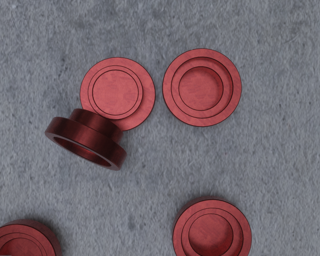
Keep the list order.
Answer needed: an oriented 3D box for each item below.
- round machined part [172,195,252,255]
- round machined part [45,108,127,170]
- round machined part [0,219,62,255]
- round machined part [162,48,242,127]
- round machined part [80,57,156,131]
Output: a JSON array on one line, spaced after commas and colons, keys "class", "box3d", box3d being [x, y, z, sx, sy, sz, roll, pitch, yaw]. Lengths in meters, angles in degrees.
[{"class": "round machined part", "box3d": [0.065, 0.136, 0.403, 0.099, 0.042, 0.097, 0, 90, -1]}, {"class": "round machined part", "box3d": [-0.084, 0.011, 0.375, 0.098, 0.098, 0.042, 25, 72, -1]}, {"class": "round machined part", "box3d": [-0.176, 0.166, 0.399, 0.099, 0.042, 0.097, 0, 90, -1]}, {"class": "round machined part", "box3d": [0.052, -0.050, 0.402, 0.099, 0.042, 0.097, 0, 90, -1]}, {"class": "round machined part", "box3d": [-0.055, -0.044, 0.401, 0.099, 0.042, 0.097, 0, 90, -1]}]
